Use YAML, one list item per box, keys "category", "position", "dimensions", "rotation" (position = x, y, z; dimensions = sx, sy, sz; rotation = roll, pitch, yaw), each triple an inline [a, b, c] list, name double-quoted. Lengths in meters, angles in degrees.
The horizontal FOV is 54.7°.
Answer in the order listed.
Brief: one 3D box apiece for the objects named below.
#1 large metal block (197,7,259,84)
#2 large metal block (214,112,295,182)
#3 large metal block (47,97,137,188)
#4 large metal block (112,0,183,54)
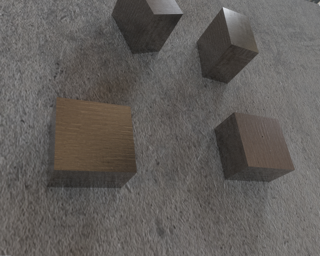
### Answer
- category: "large metal block"
  position: [0.107, -0.133, 0.507]
  dimensions: [0.050, 0.080, 0.080]
  rotation: [10, 58, -23]
- category: "large metal block"
  position: [0.132, 0.029, 0.441]
  dimensions: [0.081, 0.050, 0.080]
  rotation: [7, 59, -25]
- category: "large metal block"
  position: [-0.075, 0.018, 0.336]
  dimensions: [0.081, 0.050, 0.080]
  rotation: [6, 59, -25]
- category: "large metal block"
  position: [-0.022, -0.169, 0.460]
  dimensions: [0.050, 0.080, 0.080]
  rotation: [-16, 70, -34]
